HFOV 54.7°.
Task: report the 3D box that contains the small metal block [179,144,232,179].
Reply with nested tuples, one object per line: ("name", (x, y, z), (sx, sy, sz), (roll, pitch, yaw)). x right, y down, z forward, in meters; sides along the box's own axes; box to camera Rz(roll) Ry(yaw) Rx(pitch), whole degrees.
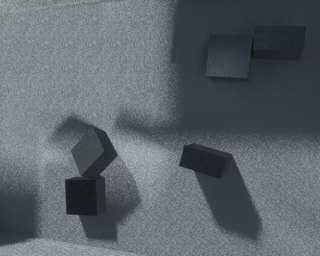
("small metal block", (0.057, 0.039, 0.377), (0.050, 0.050, 0.025), (16, 95, 19))

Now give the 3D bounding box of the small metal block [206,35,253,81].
("small metal block", (0.086, -0.086, 0.380), (0.050, 0.025, 0.050), (7, 92, 19))

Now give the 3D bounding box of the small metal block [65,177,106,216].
("small metal block", (-0.107, 0.098, 0.447), (0.050, 0.025, 0.050), (-3, 89, 19))

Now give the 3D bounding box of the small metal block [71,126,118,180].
("small metal block", (-0.092, 0.035, 0.431), (0.050, 0.025, 0.050), (-46, 50, 13))

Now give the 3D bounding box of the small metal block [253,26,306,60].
("small metal block", (0.134, -0.095, 0.350), (0.050, 0.050, 0.025), (7, 92, 19))
